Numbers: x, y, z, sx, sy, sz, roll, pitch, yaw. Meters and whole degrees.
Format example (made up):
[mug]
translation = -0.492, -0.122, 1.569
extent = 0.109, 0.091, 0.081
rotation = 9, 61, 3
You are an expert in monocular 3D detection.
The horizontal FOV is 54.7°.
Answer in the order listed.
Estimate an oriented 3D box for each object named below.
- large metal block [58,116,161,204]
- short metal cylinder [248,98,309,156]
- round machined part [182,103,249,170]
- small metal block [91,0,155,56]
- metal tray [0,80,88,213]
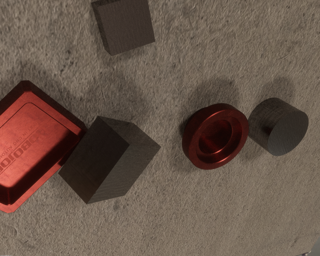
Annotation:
[large metal block]
translation = -0.055, 0.037, 0.363
extent = 0.080, 0.050, 0.080
rotation = -54, 158, 10
[short metal cylinder]
translation = 0.186, -0.002, 0.494
extent = 0.081, 0.050, 0.079
rotation = -14, 125, -21
[round machined part]
translation = 0.074, 0.008, 0.444
extent = 0.099, 0.042, 0.097
rotation = -14, 125, -21
[small metal block]
translation = -0.037, -0.109, 0.320
extent = 0.050, 0.025, 0.050
rotation = -23, 127, -15
[metal tray]
translation = -0.154, 0.024, 0.334
extent = 0.130, 0.030, 0.090
rotation = -44, 130, 2
